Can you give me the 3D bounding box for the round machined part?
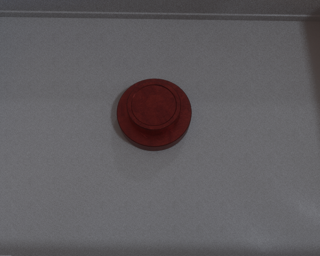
[{"bbox_3d":[-0.007,-0.022,0.406,0.099,0.042,0.098,0,70,0],"label":"round machined part"}]
